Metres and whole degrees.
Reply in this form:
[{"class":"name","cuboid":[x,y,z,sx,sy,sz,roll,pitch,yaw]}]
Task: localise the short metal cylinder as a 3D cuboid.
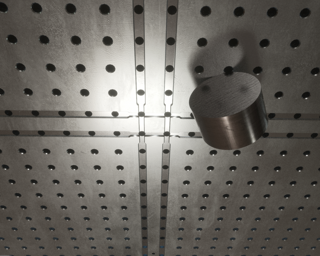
[{"class":"short metal cylinder","cuboid":[0.080,-0.021,0.359,0.080,0.080,0.050,-16,128,13]}]
